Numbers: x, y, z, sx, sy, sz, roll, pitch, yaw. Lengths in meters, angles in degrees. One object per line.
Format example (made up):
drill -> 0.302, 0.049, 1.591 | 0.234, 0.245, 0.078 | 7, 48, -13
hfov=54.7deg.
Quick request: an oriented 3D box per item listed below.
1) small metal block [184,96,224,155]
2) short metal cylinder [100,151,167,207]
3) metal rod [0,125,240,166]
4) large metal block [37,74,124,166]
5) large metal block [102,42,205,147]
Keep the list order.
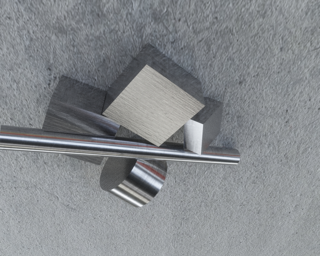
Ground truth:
small metal block -> 0.054, -0.003, 0.387 | 0.025, 0.050, 0.050 | 24, 137, 27
short metal cylinder -> -0.037, 0.060, 0.423 | 0.080, 0.080, 0.050 | -36, 122, 26
metal rod -> -0.026, 0.025, 0.376 | 0.302, 0.025, 0.025 | 7, 132, -28
large metal block -> -0.097, -0.008, 0.384 | 0.080, 0.050, 0.079 | 19, 127, -16
large metal block -> -0.007, -0.036, 0.358 | 0.080, 0.050, 0.080 | 32, 123, -25
